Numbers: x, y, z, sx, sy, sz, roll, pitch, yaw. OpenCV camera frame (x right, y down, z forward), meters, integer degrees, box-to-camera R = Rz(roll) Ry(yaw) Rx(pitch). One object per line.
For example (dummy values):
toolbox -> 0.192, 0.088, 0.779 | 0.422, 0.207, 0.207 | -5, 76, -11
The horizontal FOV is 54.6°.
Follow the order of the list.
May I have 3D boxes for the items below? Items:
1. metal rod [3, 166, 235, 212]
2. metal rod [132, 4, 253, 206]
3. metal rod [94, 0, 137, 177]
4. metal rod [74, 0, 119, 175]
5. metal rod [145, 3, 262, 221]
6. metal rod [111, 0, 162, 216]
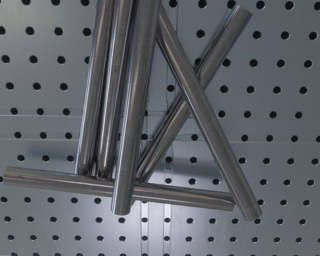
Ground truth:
metal rod -> -0.051, 0.082, 0.415 | 0.302, 0.025, 0.025 | 8, 110, -3
metal rod -> 0.024, -0.016, 0.407 | 0.025, 0.025, 0.299 | 28, 108, -10
metal rod -> -0.054, -0.061, 0.380 | 0.025, 0.025, 0.298 | 10, 114, -4
metal rod -> -0.080, -0.058, 0.391 | 0.025, 0.025, 0.298 | 11, 110, -4
metal rod -> 0.049, -0.023, 0.373 | 0.025, 0.025, 0.299 | -26, 96, 9
metal rod -> -0.027, -0.038, 0.357 | 0.025, 0.025, 0.298 | 8, 104, -3
